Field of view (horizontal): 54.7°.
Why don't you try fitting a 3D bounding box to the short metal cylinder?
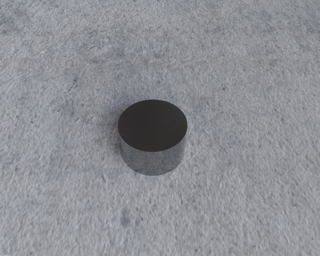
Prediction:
[{"bbox_3d":[-0.009,0.011,0.378,0.081,0.050,0.080,0,50,0],"label":"short metal cylinder"}]
